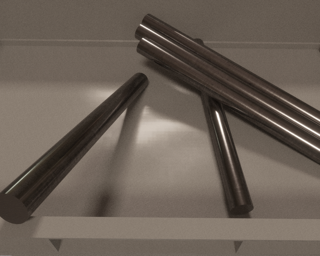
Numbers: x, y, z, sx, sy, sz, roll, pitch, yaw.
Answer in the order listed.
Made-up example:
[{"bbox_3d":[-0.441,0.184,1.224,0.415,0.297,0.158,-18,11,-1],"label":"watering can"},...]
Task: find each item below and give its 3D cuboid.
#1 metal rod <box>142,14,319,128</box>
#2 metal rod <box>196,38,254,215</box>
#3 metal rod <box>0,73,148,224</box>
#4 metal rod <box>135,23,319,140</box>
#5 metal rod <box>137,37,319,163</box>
[{"bbox_3d":[0.098,-0.088,0.452,0.300,0.025,0.025,35,58,15],"label":"metal rod"},{"bbox_3d":[0.075,-0.027,0.428,0.025,0.025,0.300,-4,50,-4],"label":"metal rod"},{"bbox_3d":[-0.064,-0.009,0.334,0.025,0.025,0.301,11,27,9],"label":"metal rod"},{"bbox_3d":[0.091,-0.065,0.431,0.300,0.025,0.025,34,57,14],"label":"metal rod"},{"bbox_3d":[0.095,-0.038,0.409,0.300,0.025,0.025,34,57,14],"label":"metal rod"}]
